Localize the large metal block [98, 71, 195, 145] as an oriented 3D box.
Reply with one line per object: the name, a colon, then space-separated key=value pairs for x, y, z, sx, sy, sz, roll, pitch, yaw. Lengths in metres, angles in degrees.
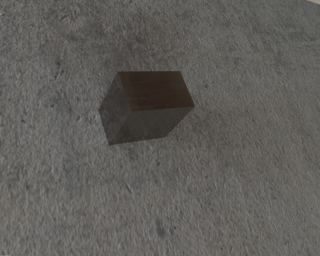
large metal block: x=-0.019 y=-0.024 z=0.372 sx=0.081 sy=0.080 sz=0.050 roll=-7 pitch=65 yaw=-31
